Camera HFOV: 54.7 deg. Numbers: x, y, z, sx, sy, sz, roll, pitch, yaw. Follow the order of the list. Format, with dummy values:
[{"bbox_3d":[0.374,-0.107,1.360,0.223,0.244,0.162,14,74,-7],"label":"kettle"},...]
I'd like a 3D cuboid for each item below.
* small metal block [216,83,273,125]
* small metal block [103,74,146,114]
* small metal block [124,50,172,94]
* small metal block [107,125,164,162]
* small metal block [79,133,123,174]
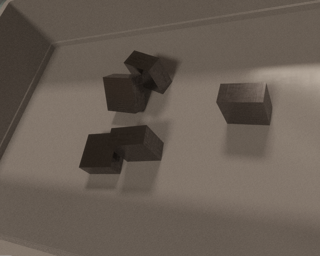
[{"bbox_3d":[0.098,-0.027,0.354,0.050,0.050,0.025,3,63,29],"label":"small metal block"},{"bbox_3d":[-0.051,-0.050,0.443,0.050,0.050,0.025,8,24,31],"label":"small metal block"},{"bbox_3d":[-0.017,-0.080,0.445,0.050,0.050,0.025,26,73,36],"label":"small metal block"},{"bbox_3d":[-0.030,0.021,0.391,0.050,0.050,0.025,-5,60,25],"label":"small metal block"},{"bbox_3d":[-0.076,0.035,0.423,0.050,0.025,0.050,-4,60,26],"label":"small metal block"}]
